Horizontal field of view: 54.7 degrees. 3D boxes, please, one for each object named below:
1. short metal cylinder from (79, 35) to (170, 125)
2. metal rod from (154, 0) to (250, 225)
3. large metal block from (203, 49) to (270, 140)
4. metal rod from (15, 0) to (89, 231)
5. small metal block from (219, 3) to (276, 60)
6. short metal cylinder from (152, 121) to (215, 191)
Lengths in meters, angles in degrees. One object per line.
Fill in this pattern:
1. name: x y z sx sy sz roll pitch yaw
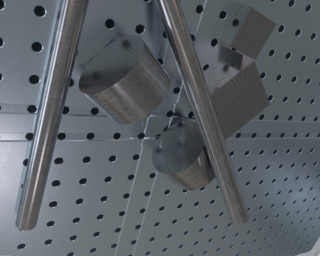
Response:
1. short metal cylinder: -0.037 -0.050 0.325 0.080 0.080 0.050 -42 129 0
2. metal rod: 0.053 -0.015 0.363 0.025 0.025 0.298 -25 106 -13
3. large metal block: 0.091 -0.044 0.418 0.080 0.050 0.080 -38 129 -3
4. metal rod: -0.122 -0.009 0.339 0.025 0.025 0.298 7 115 -32
5. small metal block: 0.112 -0.123 0.397 0.050 0.025 0.050 16 110 -35
6. short metal cylinder: 0.036 0.037 0.419 0.080 0.080 0.050 -44 129 2
